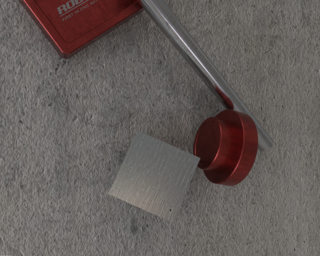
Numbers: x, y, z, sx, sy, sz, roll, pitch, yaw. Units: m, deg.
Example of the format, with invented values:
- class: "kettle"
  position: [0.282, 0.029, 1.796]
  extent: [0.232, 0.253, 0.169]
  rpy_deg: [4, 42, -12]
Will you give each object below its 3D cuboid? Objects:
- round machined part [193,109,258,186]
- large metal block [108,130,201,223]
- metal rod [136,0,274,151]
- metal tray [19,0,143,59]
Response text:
- class: "round machined part"
  position: [0.077, 0.023, 0.399]
  extent: [0.042, 0.098, 0.098]
  rpy_deg: [13, 86, -20]
- class: "large metal block"
  position: [-0.007, 0.058, 0.381]
  extent: [0.080, 0.050, 0.080]
  rpy_deg: [24, 82, 2]
- class: "metal rod"
  position: [0.064, -0.075, 0.414]
  extent: [0.300, 0.025, 0.025]
  rpy_deg: [46, 76, -21]
- class: "metal tray"
  position: [-0.088, -0.156, 0.373]
  extent: [0.131, 0.030, 0.090]
  rpy_deg: [-38, 103, -16]
